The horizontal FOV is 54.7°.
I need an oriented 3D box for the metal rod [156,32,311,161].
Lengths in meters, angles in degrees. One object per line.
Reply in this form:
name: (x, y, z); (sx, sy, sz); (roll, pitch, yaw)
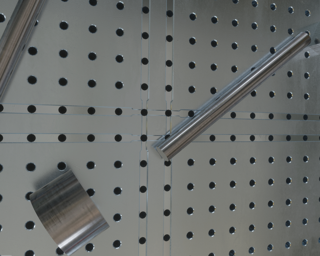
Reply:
metal rod: (0.117, -0.054, 0.455); (0.301, 0.025, 0.025); (-38, 102, -16)

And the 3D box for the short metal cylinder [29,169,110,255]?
short metal cylinder: (-0.100, 0.093, 0.347); (0.050, 0.080, 0.080); (-34, 101, -17)

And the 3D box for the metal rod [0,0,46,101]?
metal rod: (-0.187, -0.042, 0.343); (0.025, 0.025, 0.299); (23, 82, -19)

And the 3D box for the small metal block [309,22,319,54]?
small metal block: (0.279, -0.152, 0.502); (0.025, 0.050, 0.050); (29, 81, -18)
